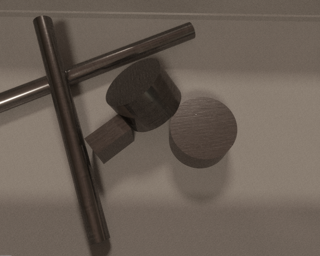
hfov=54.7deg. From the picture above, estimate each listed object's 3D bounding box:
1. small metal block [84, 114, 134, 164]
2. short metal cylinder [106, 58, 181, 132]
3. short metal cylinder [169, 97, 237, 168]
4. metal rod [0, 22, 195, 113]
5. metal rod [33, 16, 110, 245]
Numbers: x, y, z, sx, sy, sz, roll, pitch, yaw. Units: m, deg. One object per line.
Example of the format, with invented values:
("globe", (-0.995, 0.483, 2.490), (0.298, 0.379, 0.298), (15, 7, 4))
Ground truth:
("small metal block", (-0.062, 0.015, 0.390), (0.050, 0.050, 0.025), (-38, 75, -13))
("short metal cylinder", (-0.020, -0.041, 0.390), (0.080, 0.050, 0.080), (-23, 40, 22))
("short metal cylinder", (0.052, 0.007, 0.394), (0.081, 0.050, 0.080), (0, 70, 0))
("metal rod", (-0.090, -0.088, 0.440), (0.302, 0.025, 0.025), (-23, 72, -9))
("metal rod", (-0.115, -0.007, 0.392), (0.025, 0.025, 0.299), (-17, 78, -6))
